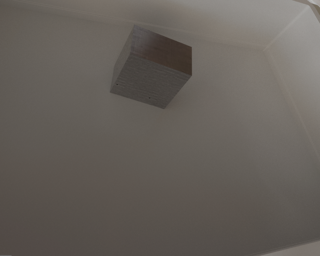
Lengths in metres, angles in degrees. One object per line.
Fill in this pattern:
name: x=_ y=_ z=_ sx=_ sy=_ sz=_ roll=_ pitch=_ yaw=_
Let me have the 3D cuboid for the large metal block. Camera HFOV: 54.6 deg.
large metal block: x=-0.013 y=-0.077 z=0.410 sx=0.080 sy=0.080 sz=0.050 roll=16 pitch=55 yaw=-19
